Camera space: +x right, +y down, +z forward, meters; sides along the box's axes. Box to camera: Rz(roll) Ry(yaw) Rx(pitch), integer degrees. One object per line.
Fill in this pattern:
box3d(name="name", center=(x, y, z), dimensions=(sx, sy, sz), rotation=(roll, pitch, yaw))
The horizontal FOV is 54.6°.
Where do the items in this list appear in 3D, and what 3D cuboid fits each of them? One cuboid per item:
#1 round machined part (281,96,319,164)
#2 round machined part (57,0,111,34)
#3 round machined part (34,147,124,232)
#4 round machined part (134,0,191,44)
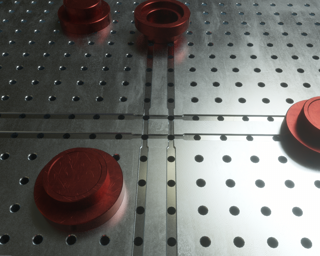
box3d(name="round machined part", center=(0.213, -0.003, 0.401), dimensions=(0.099, 0.042, 0.098), rotation=(0, 50, 0))
box3d(name="round machined part", center=(-0.143, -0.222, 0.583), dimensions=(0.099, 0.042, 0.098), rotation=(0, 50, 0))
box3d(name="round machined part", center=(-0.090, 0.060, 0.346), dimensions=(0.099, 0.042, 0.098), rotation=(0, 50, 0))
box3d(name="round machined part", center=(0.004, -0.188, 0.555), dimensions=(0.099, 0.042, 0.098), rotation=(0, 50, 0))
